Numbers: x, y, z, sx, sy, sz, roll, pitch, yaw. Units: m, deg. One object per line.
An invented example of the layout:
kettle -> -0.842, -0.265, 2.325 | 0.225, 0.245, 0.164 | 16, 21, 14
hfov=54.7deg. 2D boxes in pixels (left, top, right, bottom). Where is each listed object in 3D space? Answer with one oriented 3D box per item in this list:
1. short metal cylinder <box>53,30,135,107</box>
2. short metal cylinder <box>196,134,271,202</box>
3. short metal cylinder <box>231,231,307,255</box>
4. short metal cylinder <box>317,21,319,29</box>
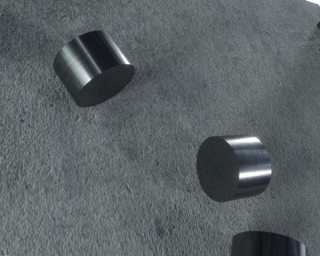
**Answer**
short metal cylinder -> -0.077, -0.069, 0.369 | 0.081, 0.080, 0.050 | -27, 77, -37
short metal cylinder -> 0.090, 0.049, 0.387 | 0.050, 0.080, 0.080 | -2, 63, -29
short metal cylinder -> 0.117, 0.153, 0.338 | 0.080, 0.080, 0.050 | 27, 53, -12
short metal cylinder -> 0.441, -0.264, 0.767 | 0.081, 0.080, 0.050 | -27, 77, -37
